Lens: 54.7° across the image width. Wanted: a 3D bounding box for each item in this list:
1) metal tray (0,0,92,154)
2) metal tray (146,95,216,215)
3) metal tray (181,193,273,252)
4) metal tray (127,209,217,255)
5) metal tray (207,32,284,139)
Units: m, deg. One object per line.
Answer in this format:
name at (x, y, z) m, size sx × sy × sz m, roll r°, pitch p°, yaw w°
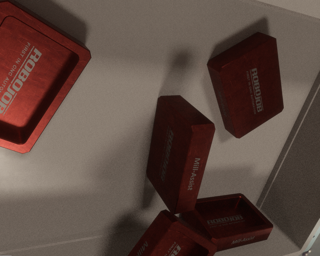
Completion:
metal tray at (-0.140, -0.046, 0.300) m, size 0.090 × 0.030 × 0.130 m, roll 28°, pitch 103°, yaw -38°
metal tray at (0.021, 0.033, 0.400) m, size 0.030 × 0.090 × 0.129 m, roll -5°, pitch 121°, yaw -26°
metal tray at (0.114, 0.157, 0.528) m, size 0.131 × 0.090 × 0.030 m, roll 0°, pitch 119°, yaw -29°
metal tray at (0.000, 0.175, 0.377) m, size 0.090 × 0.030 × 0.130 m, roll 41°, pitch 83°, yaw -31°
metal tray at (0.126, -0.057, 0.441) m, size 0.090 × 0.030 × 0.130 m, roll -32°, pitch 129°, yaw -8°
